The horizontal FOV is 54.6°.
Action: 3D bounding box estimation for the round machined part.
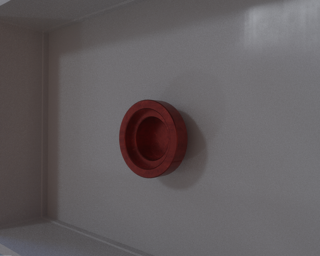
[{"bbox_3d":[-0.004,0.013,0.400,0.098,0.042,0.097,0,90,40],"label":"round machined part"}]
